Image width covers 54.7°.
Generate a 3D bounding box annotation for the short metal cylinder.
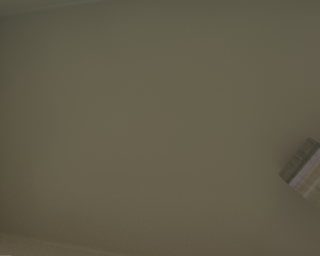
[{"bbox_3d":[0.173,0.053,0.320,0.080,0.080,0.050,38,102,16],"label":"short metal cylinder"}]
